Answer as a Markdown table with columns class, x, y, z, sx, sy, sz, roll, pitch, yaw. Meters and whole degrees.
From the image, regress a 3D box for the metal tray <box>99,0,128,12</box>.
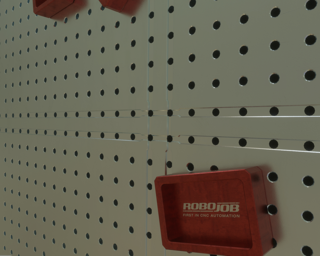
| class | x | y | z | sx | sy | sz | roll | pitch | yaw |
| --- | --- | --- | --- | --- | --- | --- | --- | --- | --- |
| metal tray | -0.057 | -0.252 | 0.455 | 0.129 | 0.030 | 0.090 | -48 | 61 | 29 |

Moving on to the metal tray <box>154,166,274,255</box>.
| class | x | y | z | sx | sy | sz | roll | pitch | yaw |
| --- | --- | --- | --- | --- | --- | --- | --- | --- | --- |
| metal tray | 0.056 | 0.096 | 0.360 | 0.130 | 0.030 | 0.090 | -12 | 82 | 39 |

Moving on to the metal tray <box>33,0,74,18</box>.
| class | x | y | z | sx | sy | sz | roll | pitch | yaw |
| --- | --- | --- | --- | --- | --- | --- | --- | --- | --- |
| metal tray | -0.202 | -0.284 | 0.574 | 0.090 | 0.030 | 0.129 | -9 | 84 | 39 |
